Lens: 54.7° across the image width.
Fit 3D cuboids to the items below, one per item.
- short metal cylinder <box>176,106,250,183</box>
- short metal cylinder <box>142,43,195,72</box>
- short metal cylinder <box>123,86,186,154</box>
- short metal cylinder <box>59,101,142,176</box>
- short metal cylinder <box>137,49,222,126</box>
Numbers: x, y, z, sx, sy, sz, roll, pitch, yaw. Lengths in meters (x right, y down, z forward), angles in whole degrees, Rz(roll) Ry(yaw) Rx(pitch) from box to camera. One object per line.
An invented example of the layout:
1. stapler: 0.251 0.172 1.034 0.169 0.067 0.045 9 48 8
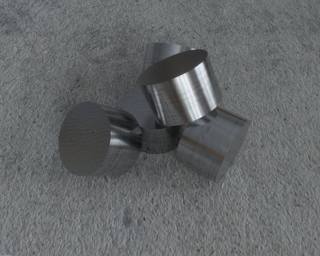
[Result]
1. short metal cylinder: 0.062 0.016 0.356 0.050 0.080 0.080 28 56 21
2. short metal cylinder: 0.017 -0.084 0.431 0.080 0.080 0.050 11 94 9
3. short metal cylinder: -0.005 -0.013 0.399 0.081 0.050 0.080 0 50 0
4. short metal cylinder: -0.068 0.014 0.349 0.080 0.050 0.080 -6 78 34
5. short metal cylinder: 0.022 -0.045 0.340 0.080 0.050 0.080 -20 26 11
